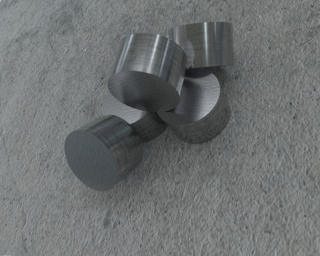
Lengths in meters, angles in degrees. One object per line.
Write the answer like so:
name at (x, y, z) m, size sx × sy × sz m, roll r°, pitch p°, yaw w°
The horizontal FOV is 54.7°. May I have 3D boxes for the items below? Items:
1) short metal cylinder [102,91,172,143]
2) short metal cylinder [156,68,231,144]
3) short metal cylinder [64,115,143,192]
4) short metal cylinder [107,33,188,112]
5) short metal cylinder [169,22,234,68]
short metal cylinder at (-0.030, -0.026, 0.419) m, size 0.080 × 0.050 × 0.080 m, roll -13°, pitch 56°, yaw 20°
short metal cylinder at (0.041, -0.027, 0.382) m, size 0.080 × 0.050 × 0.080 m, roll -13°, pitch 56°, yaw 20°
short metal cylinder at (-0.068, 0.030, 0.378) m, size 0.080 × 0.079 × 0.050 m, roll 8°, pitch 27°, yaw 31°
short metal cylinder at (-0.013, -0.059, 0.348) m, size 0.080 × 0.080 × 0.050 m, roll -1°, pitch 61°, yaw 27°
short metal cylinder at (0.053, -0.102, 0.395) m, size 0.080 × 0.080 × 0.050 m, roll 1°, pitch 100°, yaw 28°
